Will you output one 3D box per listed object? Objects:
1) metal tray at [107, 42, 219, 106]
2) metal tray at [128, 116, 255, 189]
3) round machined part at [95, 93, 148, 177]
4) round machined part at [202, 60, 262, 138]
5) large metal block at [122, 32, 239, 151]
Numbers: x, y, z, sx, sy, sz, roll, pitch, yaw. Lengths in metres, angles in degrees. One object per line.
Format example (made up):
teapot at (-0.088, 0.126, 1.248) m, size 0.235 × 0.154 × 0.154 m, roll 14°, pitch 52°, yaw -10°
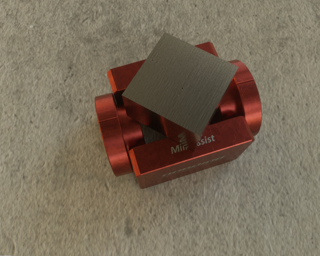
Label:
metal tray at (0.005, -0.057, 0.397) m, size 0.131 × 0.090 × 0.030 m, roll -17°, pitch 71°, yaw -7°
metal tray at (0.034, 0.032, 0.362) m, size 0.131 × 0.090 × 0.030 m, roll -17°, pitch 71°, yaw -6°
round machined part at (-0.043, 0.005, 0.368) m, size 0.042 × 0.098 × 0.098 m, roll -15°, pitch 71°, yaw -5°
round machined part at (0.083, -0.032, 0.383) m, size 0.042 × 0.098 × 0.098 m, roll -15°, pitch 71°, yaw -5°
large metal block at (0.020, -0.036, 0.311) m, size 0.080 × 0.050 × 0.080 m, roll 28°, pitch 72°, yaw 9°
